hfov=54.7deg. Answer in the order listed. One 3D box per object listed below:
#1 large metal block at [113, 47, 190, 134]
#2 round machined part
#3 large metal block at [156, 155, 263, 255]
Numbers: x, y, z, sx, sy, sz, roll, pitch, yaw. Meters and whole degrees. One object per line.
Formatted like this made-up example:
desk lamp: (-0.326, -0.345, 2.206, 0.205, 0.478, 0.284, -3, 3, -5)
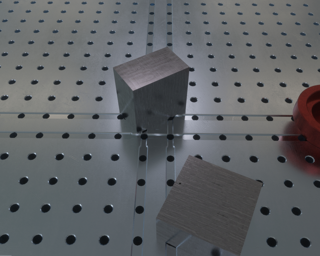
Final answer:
large metal block: (-0.011, -0.050, 0.414, 0.081, 0.080, 0.050, -26, 55, -20)
round machined part: (0.224, -0.009, 0.406, 0.099, 0.042, 0.098, 0, 50, 0)
large metal block: (0.050, 0.086, 0.320, 0.080, 0.050, 0.080, 21, 53, 16)
